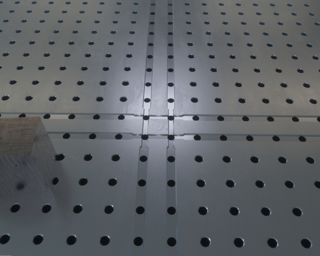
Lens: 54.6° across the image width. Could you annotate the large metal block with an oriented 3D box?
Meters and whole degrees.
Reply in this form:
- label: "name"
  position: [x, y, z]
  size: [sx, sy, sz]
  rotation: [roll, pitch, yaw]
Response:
- label: "large metal block"
  position: [-0.166, 0.034, 0.343]
  size: [0.080, 0.080, 0.050]
  rotation: [-3, 50, -3]
